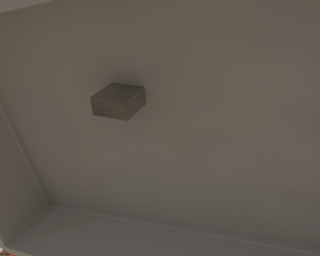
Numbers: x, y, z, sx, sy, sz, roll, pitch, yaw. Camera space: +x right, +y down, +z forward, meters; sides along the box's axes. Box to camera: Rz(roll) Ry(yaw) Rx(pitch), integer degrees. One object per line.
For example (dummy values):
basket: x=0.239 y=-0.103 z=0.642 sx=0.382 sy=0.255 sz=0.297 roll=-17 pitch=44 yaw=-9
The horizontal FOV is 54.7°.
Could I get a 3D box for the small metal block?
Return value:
small metal block: x=-0.052 y=-0.035 z=0.397 sx=0.050 sy=0.050 sz=0.025 roll=10 pitch=123 yaw=22
